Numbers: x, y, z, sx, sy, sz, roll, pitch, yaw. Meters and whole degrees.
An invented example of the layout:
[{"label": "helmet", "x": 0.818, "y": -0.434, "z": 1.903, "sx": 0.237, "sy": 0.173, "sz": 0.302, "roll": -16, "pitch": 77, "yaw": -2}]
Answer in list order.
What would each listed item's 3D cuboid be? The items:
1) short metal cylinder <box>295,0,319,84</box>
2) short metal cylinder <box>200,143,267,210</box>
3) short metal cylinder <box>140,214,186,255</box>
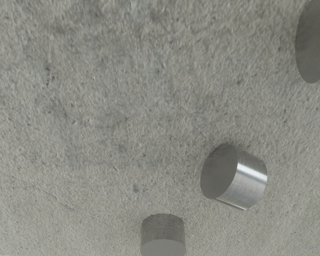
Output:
[{"label": "short metal cylinder", "x": 0.173, "y": -0.085, "z": 0.302, "sx": 0.050, "sy": 0.080, "sz": 0.079, "roll": -3, "pitch": 130, "yaw": 2}, {"label": "short metal cylinder", "x": 0.100, "y": 0.068, "z": 0.430, "sx": 0.050, "sy": 0.080, "sz": 0.080, "roll": 25, "pitch": 126, "yaw": -20}, {"label": "short metal cylinder", "x": 0.006, "y": 0.200, "z": 0.561, "sx": 0.081, "sy": 0.050, "sz": 0.079, "roll": 0, "pitch": 130, "yaw": 0}]
